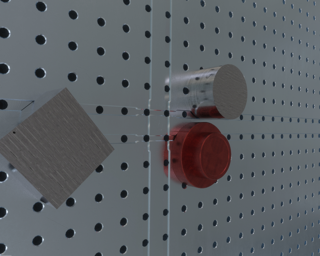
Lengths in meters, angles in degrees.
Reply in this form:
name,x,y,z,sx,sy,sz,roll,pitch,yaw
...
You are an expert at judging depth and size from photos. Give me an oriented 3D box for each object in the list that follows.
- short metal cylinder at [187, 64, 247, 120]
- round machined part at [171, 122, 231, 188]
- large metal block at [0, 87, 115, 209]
name,x,y,z,sx,sy,sz,roll,pitch,yaw
short metal cylinder,0.086,-0.052,0.465,0.081,0.050,0.079,0,90,-40
round machined part,0.067,0.040,0.454,0.099,0.042,0.097,0,90,-40
large metal block,-0.107,0.018,0.304,0.080,0.050,0.080,-48,119,-29
